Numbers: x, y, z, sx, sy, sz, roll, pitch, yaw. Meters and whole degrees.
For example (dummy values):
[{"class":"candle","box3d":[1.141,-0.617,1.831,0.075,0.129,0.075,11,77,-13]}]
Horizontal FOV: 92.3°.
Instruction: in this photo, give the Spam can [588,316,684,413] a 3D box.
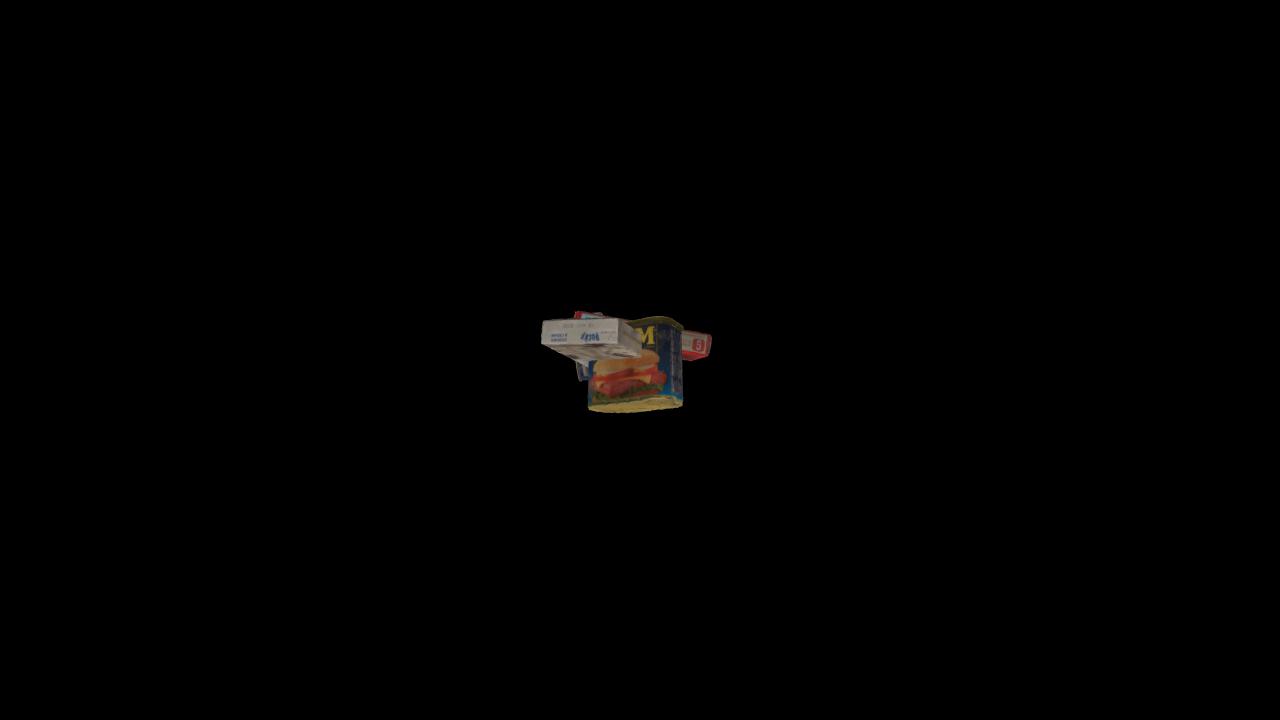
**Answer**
[{"class":"Spam can","box3d":[-0.005,0.008,0.635,0.101,0.085,0.058,-8,-17,28]}]

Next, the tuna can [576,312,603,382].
[{"class":"tuna can","box3d":[-0.059,-0.016,0.751,0.034,0.084,0.084,-3,0,0]}]

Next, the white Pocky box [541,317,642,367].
[{"class":"white Pocky box","box3d":[-0.029,-0.010,0.637,0.084,0.028,0.154,-2,-13,22]}]

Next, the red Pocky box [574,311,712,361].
[{"class":"red Pocky box","box3d":[-0.002,-0.025,0.711,0.155,0.028,0.083,10,-5,-7]}]
